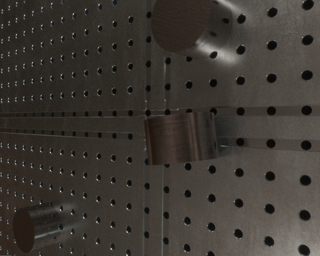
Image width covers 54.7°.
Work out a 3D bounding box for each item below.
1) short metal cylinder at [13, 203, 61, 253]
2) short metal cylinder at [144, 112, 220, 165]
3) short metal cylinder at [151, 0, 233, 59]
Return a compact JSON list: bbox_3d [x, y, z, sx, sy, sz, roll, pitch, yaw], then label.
[{"bbox_3d":[-0.232,0.185,0.581,0.080,0.050,0.079,0,90,39],"label":"short metal cylinder"},{"bbox_3d":[0.024,0.013,0.352,0.080,0.081,0.050,-10,84,39],"label":"short metal cylinder"},{"bbox_3d":[0.036,-0.125,0.362,0.080,0.050,0.079,0,90,39],"label":"short metal cylinder"}]
